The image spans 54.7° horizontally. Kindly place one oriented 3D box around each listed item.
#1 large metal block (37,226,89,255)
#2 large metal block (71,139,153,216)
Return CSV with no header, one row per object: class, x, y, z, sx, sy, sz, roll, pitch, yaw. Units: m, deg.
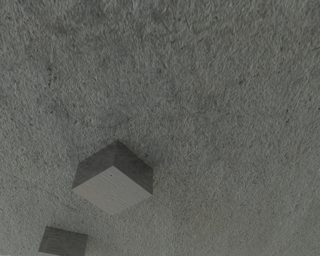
large metal block,-0.191,0.239,0.592,0.081,0.050,0.079,18,128,-15
large metal block,-0.067,0.075,0.454,0.080,0.050,0.080,-31,124,23
